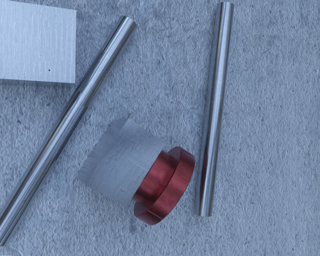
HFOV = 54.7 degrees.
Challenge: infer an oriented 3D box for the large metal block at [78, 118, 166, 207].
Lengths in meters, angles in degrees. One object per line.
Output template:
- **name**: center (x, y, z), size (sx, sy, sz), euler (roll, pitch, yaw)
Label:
- **large metal block**: center (-0.048, 0.036, 0.363), size (0.050, 0.080, 0.080), euler (36, 78, -17)

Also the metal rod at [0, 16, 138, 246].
- **metal rod**: center (-0.110, -0.005, 0.368), size (0.025, 0.025, 0.299), euler (32, 79, -18)

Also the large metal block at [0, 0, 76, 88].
- **large metal block**: center (-0.138, -0.089, 0.345), size (0.081, 0.050, 0.079), euler (1, 90, -21)

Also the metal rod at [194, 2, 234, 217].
- **metal rod**: center (0.077, -0.028, 0.438), size (0.025, 0.025, 0.298), euler (7, 88, -20)

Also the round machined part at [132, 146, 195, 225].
- **round machined part**: center (-0.004, 0.062, 0.370), size (0.042, 0.098, 0.098), euler (35, 79, -9)
